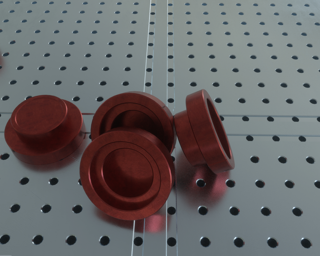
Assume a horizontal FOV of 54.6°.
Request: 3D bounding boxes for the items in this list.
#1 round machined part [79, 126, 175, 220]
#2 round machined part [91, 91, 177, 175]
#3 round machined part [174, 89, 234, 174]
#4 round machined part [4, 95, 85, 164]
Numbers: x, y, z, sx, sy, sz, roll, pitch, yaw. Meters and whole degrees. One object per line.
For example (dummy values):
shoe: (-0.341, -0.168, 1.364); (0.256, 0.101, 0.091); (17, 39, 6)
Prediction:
round machined part: (-0.032, 0.045, 0.335); (0.098, 0.097, 0.042); (12, 15, 9)
round machined part: (-0.028, 0.005, 0.369); (0.098, 0.097, 0.042); (12, 14, 10)
round machined part: (0.049, 0.008, 0.362); (0.042, 0.098, 0.098); (-21, 48, 17)
round machined part: (-0.150, -0.005, 0.401); (0.099, 0.042, 0.098); (0, 50, 0)
